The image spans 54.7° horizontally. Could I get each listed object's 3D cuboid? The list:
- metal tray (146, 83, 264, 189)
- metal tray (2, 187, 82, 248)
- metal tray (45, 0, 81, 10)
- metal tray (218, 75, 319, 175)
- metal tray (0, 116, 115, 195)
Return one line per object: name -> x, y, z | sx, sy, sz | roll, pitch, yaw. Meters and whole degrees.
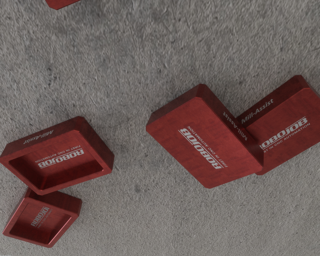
metal tray -> 0.058, 0.016, 0.392 | 0.090, 0.030, 0.130 | -30, 115, 36
metal tray -> -0.203, 0.154, 0.532 | 0.090, 0.030, 0.129 | 27, 125, -21
metal tray -> -0.057, -0.168, 0.260 | 0.130, 0.030, 0.090 | -17, 129, 13
metal tray -> 0.154, 0.002, 0.407 | 0.090, 0.030, 0.130 | 35, 122, -26
metal tray -> -0.143, 0.043, 0.438 | 0.130, 0.030, 0.090 | -20, 128, 15
